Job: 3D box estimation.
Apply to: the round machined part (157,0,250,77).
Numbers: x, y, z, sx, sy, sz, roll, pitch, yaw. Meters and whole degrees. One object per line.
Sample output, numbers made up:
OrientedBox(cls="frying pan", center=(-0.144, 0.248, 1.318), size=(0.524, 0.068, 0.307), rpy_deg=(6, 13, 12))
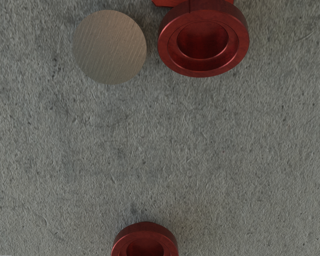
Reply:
OrientedBox(cls="round machined part", center=(0.047, -0.104, 0.346), size=(0.099, 0.042, 0.098), rpy_deg=(2, 148, 1))

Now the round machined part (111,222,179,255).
OrientedBox(cls="round machined part", center=(-0.022, 0.182, 0.468), size=(0.099, 0.042, 0.097), rpy_deg=(0, 110, -1))

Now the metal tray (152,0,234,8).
OrientedBox(cls="metal tray", center=(0.040, -0.197, 0.335), size=(0.091, 0.030, 0.129), rpy_deg=(4, 110, -2))

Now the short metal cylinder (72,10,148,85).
OrientedBox(cls="short metal cylinder", center=(-0.055, -0.095, 0.361), size=(0.081, 0.050, 0.079), rpy_deg=(0, 110, -1))
